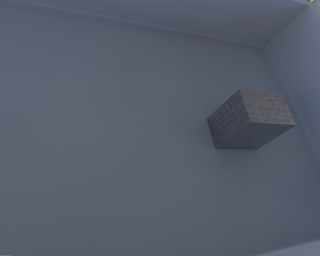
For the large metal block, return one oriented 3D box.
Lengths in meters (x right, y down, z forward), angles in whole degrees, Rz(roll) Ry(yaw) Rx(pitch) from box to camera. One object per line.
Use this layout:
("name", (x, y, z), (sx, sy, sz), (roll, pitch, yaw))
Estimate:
("large metal block", (0.127, -0.009, 0.443), (0.081, 0.080, 0.050), (3, 61, -27))
